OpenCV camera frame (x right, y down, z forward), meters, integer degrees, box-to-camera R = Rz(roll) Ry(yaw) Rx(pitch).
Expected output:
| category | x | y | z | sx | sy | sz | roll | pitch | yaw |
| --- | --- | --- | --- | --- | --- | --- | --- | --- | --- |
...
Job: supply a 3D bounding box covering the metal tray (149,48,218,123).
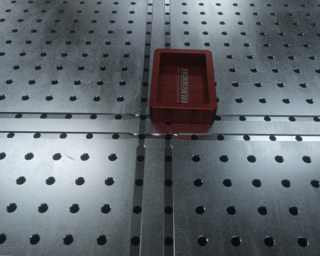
| category | x | y | z | sx | sy | sz | roll | pitch | yaw |
| --- | --- | --- | --- | --- | --- | --- | --- | --- | --- |
| metal tray | 0.034 | -0.066 | 0.460 | 0.091 | 0.030 | 0.130 | 2 | 50 | 1 |
